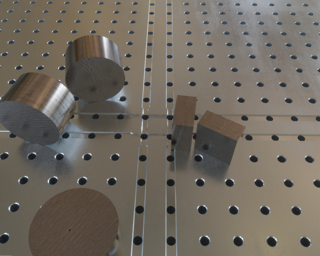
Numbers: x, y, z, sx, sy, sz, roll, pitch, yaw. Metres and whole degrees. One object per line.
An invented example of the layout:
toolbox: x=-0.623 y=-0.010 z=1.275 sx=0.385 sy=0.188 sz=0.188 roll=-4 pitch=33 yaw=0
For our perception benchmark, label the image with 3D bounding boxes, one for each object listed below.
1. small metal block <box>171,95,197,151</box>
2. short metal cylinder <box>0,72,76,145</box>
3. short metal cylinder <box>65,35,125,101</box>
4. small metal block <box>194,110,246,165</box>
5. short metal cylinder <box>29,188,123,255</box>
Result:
small metal block: x=0.031 y=-0.006 z=0.397 sx=0.025 sy=0.050 sz=0.050 roll=7 pitch=50 yaw=6
short metal cylinder: x=-0.154 y=-0.023 z=0.390 sx=0.080 sy=0.080 sz=0.050 roll=10 pitch=51 yaw=8
short metal cylinder: x=-0.093 y=-0.084 z=0.442 sx=0.081 sy=0.080 sz=0.050 roll=-9 pitch=51 yaw=-7
small metal block: x=0.072 y=0.012 z=0.381 sx=0.050 sy=0.050 sz=0.025 roll=26 pitch=55 yaw=20
short metal cylinder: x=-0.078 y=0.106 z=0.302 sx=0.081 sy=0.050 sz=0.080 roll=0 pitch=50 yaw=0
